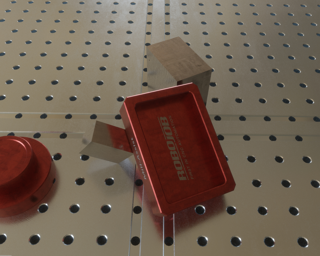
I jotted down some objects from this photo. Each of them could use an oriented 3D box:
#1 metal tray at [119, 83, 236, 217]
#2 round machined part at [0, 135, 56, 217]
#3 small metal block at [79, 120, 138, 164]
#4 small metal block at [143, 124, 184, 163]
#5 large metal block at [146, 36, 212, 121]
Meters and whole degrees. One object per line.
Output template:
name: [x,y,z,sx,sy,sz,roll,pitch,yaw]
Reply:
metal tray: [0.018,0.021,0.344,0.091,0.030,0.129,-15,79,-21]
round machined part: [-0.175,0.047,0.355,0.099,0.042,0.098,0,50,0]
small metal block: [-0.061,0.018,0.361,0.050,0.050,0.025,19,63,-23]
small metal block: [0.008,0.018,0.393,0.050,0.025,0.050,8,50,6]
large metal block: [0.023,-0.065,0.427,0.050,0.080,0.080,-22,54,-18]
